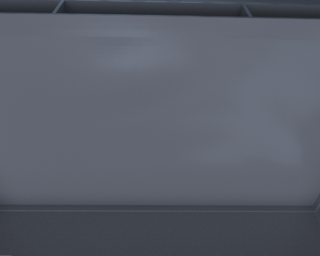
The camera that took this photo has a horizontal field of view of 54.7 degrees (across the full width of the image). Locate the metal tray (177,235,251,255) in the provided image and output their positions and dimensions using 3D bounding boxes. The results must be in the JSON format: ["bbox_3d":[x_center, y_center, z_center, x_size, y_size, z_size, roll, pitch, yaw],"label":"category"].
[{"bbox_3d":[0.113,0.271,0.641,0.131,0.030,0.089,22,127,-18],"label":"metal tray"}]
